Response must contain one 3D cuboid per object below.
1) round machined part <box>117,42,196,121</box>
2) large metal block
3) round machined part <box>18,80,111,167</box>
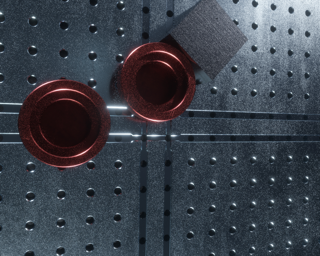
[{"bbox_3d":[-0.007,-0.057,0.401,0.099,0.042,0.097,0,90,-20],"label":"round machined part"},{"bbox_3d":[0.057,-0.117,0.420,0.080,0.050,0.080,45,76,-15],"label":"large metal block"},{"bbox_3d":[-0.111,-0.005,0.363,0.099,0.042,0.097,0,90,-20],"label":"round machined part"}]
